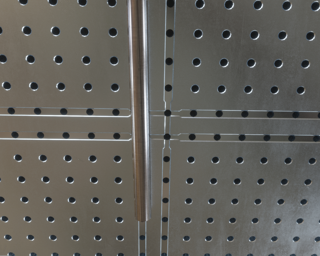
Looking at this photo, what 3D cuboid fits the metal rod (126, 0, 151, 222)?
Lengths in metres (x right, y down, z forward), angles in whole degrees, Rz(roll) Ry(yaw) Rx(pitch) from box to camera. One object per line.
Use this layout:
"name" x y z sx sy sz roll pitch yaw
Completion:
"metal rod" -0.026 -0.008 0.410 0.025 0.025 0.298 0 110 0
